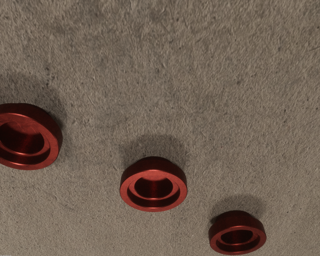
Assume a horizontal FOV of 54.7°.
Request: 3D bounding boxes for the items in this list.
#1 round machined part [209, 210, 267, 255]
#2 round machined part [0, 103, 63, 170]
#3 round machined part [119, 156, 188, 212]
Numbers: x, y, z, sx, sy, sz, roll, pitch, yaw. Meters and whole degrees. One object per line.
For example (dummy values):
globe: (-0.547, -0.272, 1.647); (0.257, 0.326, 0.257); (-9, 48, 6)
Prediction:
round machined part: (0.136, 0.185, 0.556); (0.099, 0.042, 0.097); (-1, 130, 0)
round machined part: (-0.175, 0.007, 0.399); (0.099, 0.042, 0.097); (-1, 130, 0)
round machined part: (-0.009, 0.080, 0.464); (0.099, 0.042, 0.097); (-1, 130, 0)
